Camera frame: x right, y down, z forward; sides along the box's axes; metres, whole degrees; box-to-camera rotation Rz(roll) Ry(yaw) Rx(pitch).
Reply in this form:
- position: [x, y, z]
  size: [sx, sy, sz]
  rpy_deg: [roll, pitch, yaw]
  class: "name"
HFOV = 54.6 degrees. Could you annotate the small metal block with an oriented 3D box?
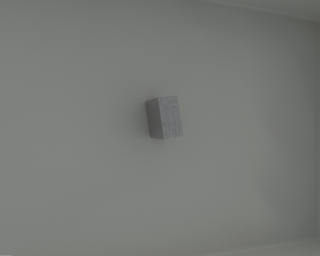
- position: [0.004, -0.013, 0.395]
  size: [0.025, 0.050, 0.050]
  rpy_deg: [-9, 93, -20]
  class: "small metal block"
